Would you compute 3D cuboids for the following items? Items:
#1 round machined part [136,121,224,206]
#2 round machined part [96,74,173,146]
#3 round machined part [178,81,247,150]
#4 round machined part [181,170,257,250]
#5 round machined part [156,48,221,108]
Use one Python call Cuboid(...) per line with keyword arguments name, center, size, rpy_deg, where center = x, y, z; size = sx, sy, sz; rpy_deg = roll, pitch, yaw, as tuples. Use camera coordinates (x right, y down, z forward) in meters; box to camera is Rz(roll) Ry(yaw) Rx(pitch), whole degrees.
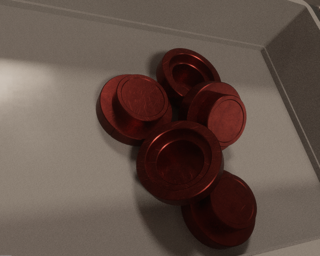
Cuboid(name="round machined part", center=(0.025, 0.043, 0.362), size=(0.098, 0.042, 0.098), rpy_deg=(-9, 58, 14))
Cuboid(name="round machined part", center=(-0.028, -0.029, 0.396), size=(0.099, 0.042, 0.098), rpy_deg=(12, 58, -20))
Cuboid(name="round machined part", center=(0.076, -0.012, 0.413), size=(0.099, 0.042, 0.097), rpy_deg=(-8, 105, -31))
Cuboid(name="round machined part", center=(0.079, 0.095, 0.381), size=(0.099, 0.042, 0.098), rpy_deg=(14, 56, -21))
Cuboid(name="round machined part", center=(0.038, -0.067, 0.458), size=(0.099, 0.042, 0.098), rpy_deg=(14, 56, -21))
